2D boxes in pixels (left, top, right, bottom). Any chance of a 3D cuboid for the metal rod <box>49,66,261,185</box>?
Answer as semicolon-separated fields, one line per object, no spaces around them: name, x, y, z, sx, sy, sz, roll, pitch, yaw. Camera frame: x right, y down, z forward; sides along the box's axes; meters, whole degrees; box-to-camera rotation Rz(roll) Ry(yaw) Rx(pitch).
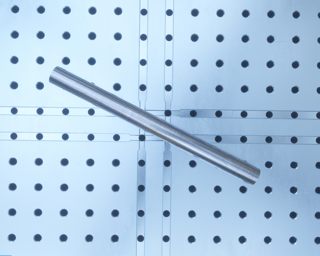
metal rod;-0.006;-0.003;0.413;0.301;0.025;0.025;27;90;-1
